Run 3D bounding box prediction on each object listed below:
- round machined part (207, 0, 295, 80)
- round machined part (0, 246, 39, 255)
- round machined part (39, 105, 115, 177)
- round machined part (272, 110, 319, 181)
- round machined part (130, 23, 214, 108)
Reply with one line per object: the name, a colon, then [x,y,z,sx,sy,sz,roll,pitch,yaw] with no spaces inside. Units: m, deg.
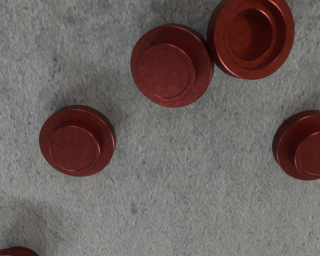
round machined part: [0.099,-0.106,0.354,0.099,0.042,0.097,-4,103,-15]
round machined part: [-0.224,0.225,0.481,0.099,0.042,0.097,0,110,-1]
round machined part: [-0.110,0.022,0.407,0.099,0.042,0.097,0,110,-1]
round machined part: [0.206,0.028,0.414,0.099,0.042,0.097,0,110,-1]
round machined part: [0.011,-0.068,0.361,0.098,0.042,0.097,8,118,15]
